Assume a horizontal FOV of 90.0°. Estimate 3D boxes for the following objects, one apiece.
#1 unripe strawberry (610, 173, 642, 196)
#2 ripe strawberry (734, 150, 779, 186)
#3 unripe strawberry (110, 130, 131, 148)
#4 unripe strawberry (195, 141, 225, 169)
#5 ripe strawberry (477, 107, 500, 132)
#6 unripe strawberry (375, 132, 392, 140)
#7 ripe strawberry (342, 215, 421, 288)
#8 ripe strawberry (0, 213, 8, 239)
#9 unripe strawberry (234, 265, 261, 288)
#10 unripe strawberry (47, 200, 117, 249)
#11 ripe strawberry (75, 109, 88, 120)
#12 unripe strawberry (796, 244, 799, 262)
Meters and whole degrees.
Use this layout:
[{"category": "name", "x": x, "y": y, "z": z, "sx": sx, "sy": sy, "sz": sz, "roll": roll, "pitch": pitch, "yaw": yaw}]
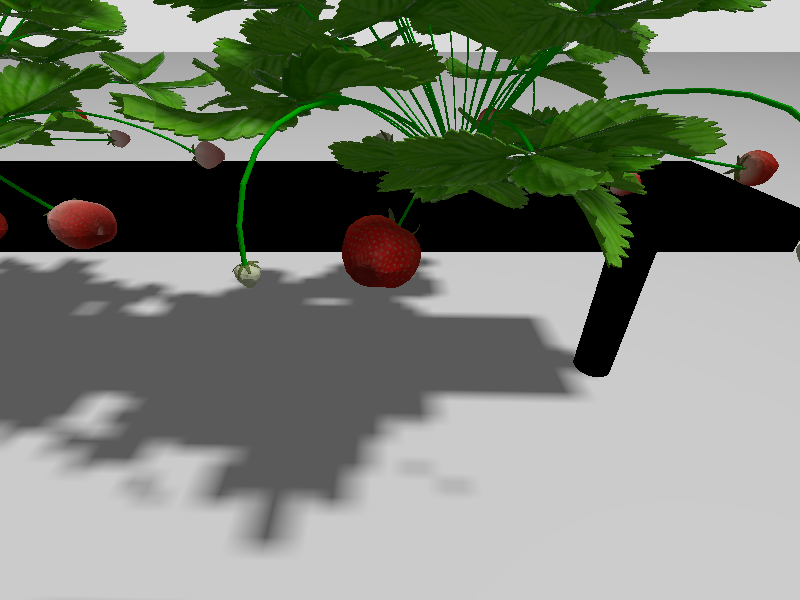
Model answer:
[{"category": "unripe strawberry", "x": 0.175, "y": -0.090, "z": 0.309, "sx": 0.021, "sy": 0.022, "sz": 0.019, "roll": 24, "pitch": 37, "yaw": 6}, {"category": "ripe strawberry", "x": 0.301, "y": -0.111, "z": 0.337, "sx": 0.029, "sy": 0.028, "sz": 0.027, "roll": 1, "pitch": 33, "yaw": 1}, {"category": "unripe strawberry", "x": -0.315, "y": -0.183, "z": 0.453, "sx": 0.018, "sy": 0.019, "sz": 0.019, "roll": 20, "pitch": 38, "yaw": 27}, {"category": "unripe strawberry", "x": -0.179, "y": -0.137, "z": 0.379, "sx": 0.025, "sy": 0.024, "sz": 0.023, "roll": -4, "pitch": 34, "yaw": -10}, {"category": "ripe strawberry", "x": 0.113, "y": -0.218, "z": 0.492, "sx": 0.034, "sy": 0.036, "sz": 0.037, "roll": 11, "pitch": 34, "yaw": 16}, {"category": "unripe strawberry", "x": -0.019, "y": -0.171, "z": 0.432, "sx": 0.022, "sy": 0.019, "sz": 0.022, "roll": -20, "pitch": 38, "yaw": -27}, {"category": "ripe strawberry", "x": -0.011, "y": -0.022, "z": 0.192, "sx": 0.039, "sy": 0.033, "sz": 0.039, "roll": 11, "pitch": 35, "yaw": 16}, {"category": "ripe strawberry", "x": -0.247, "y": -0.043, "z": 0.235, "sx": 0.027, "sy": 0.027, "sz": 0.025, "roll": 26, "pitch": 41, "yaw": 32}, {"category": "unripe strawberry", "x": -0.068, "y": -0.011, "z": 0.179, "sx": 0.011, "sy": 0.011, "sz": 0.010, "roll": 18, "pitch": 38, "yaw": 26}, {"category": "unripe strawberry", "x": -0.180, "y": -0.043, "z": 0.231, "sx": 0.032, "sy": 0.027, "sz": 0.032, "roll": 19, "pitch": 38, "yaw": 25}, {"category": "ripe strawberry", "x": -0.433, "y": -0.243, "z": 0.536, "sx": 0.028, "sy": 0.029, "sz": 0.030, "roll": -4, "pitch": 24, "yaw": -7}, {"category": "unripe strawberry", "x": 0.191, "y": -0.022, "z": 0.186, "sx": 0.010, "sy": 0.011, "sz": 0.011, "roll": -23, "pitch": 40, "yaw": -31}]
